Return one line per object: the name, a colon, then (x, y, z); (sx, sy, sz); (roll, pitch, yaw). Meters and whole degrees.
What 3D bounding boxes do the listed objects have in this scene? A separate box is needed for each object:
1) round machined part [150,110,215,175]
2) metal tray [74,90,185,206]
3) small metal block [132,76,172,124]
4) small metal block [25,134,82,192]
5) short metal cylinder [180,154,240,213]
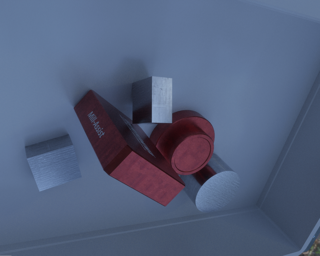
round machined part: (0.036, 0.027, 0.436); (0.099, 0.042, 0.097); (-14, 125, -21)
metal tray: (-0.036, 0.018, 0.333); (0.030, 0.130, 0.090); (-47, 130, 4)
small metal block: (-0.010, -0.030, 0.358); (0.025, 0.050, 0.050); (1, 88, -30)
small metal block: (-0.125, 0.041, 0.366); (0.050, 0.025, 0.050); (-17, 126, -19)
short metal cylinder: (0.078, 0.086, 0.491); (0.081, 0.050, 0.079); (-14, 125, -21)
